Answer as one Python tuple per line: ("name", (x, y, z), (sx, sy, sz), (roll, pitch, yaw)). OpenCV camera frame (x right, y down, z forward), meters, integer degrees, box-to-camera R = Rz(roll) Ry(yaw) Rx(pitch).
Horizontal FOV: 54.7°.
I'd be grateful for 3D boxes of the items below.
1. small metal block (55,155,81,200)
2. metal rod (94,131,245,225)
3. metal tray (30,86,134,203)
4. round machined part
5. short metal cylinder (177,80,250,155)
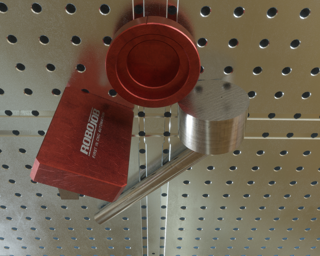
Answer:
("small metal block", (-0.130, 0.069, 0.452), (0.025, 0.050, 0.050), (1, 130, -1))
("metal rod", (0.000, 0.076, 0.476), (0.025, 0.025, 0.299), (37, 121, -27))
("metal tray", (-0.081, 0.013, 0.353), (0.091, 0.130, 0.030), (20, 127, -17))
("round machined part", (-0.007, -0.073, 0.336), (0.099, 0.042, 0.097), (0, 128, 0))
("short metal cylinder", (0.061, -0.014, 0.364), (0.080, 0.080, 0.050), (-3, 130, 2))
